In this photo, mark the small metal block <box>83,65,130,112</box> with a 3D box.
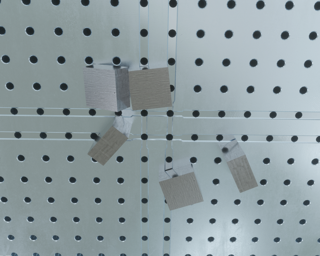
[{"bbox_3d":[-0.066,-0.050,0.382,0.050,0.025,0.050,11,113,29],"label":"small metal block"}]

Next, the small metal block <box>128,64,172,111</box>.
[{"bbox_3d":[-0.012,-0.052,0.394,0.050,0.025,0.050,-6,110,2],"label":"small metal block"}]

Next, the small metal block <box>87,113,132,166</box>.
[{"bbox_3d":[-0.064,0.014,0.405,0.025,0.050,0.050,39,105,-13],"label":"small metal block"}]

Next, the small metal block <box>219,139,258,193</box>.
[{"bbox_3d":[0.106,0.050,0.419,0.025,0.050,0.050,-24,109,8],"label":"small metal block"}]

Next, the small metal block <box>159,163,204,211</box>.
[{"bbox_3d":[0.030,0.085,0.445,0.050,0.025,0.050,-17,109,6],"label":"small metal block"}]
